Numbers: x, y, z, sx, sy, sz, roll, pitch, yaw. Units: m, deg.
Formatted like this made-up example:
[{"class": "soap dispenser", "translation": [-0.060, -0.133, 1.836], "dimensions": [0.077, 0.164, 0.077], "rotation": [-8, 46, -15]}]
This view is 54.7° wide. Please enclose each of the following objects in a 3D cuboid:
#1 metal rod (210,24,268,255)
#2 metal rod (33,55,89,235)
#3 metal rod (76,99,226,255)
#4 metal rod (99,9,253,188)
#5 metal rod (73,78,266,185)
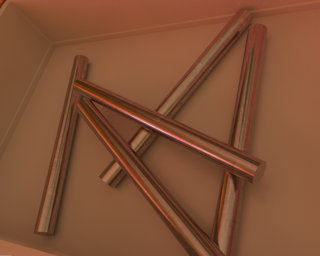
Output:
[{"class": "metal rod", "translation": [0.094, 0.000, 0.355], "dimensions": [0.025, 0.025, 0.300], "rotation": [2, 62, 29]}, {"class": "metal rod", "translation": [-0.144, 0.007, 0.474], "dimensions": [0.025, 0.025, 0.299], "rotation": [-11, 57, 22]}, {"class": "metal rod", "translation": [-0.024, 0.050, 0.352], "dimensions": [0.025, 0.025, 0.300], "rotation": [-44, 51, -2]}, {"class": "metal rod", "translation": [0.026, -0.045, 0.418], "dimensions": [0.025, 0.025, 0.300], "rotation": [33, 80, 38]}, {"class": "metal rod", "translation": [-0.013, -0.011, 0.384], "dimensions": [0.300, 0.025, 0.025], "rotation": [26, 76, 36]}]
